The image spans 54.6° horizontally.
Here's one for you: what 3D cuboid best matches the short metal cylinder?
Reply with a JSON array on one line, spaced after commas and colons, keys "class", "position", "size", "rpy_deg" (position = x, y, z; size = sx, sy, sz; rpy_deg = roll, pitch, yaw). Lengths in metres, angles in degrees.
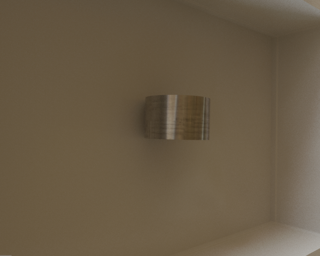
[{"class": "short metal cylinder", "position": [0.021, -0.011, 0.384], "size": [0.081, 0.080, 0.050], "rpy_deg": [2, 89, -40]}]
